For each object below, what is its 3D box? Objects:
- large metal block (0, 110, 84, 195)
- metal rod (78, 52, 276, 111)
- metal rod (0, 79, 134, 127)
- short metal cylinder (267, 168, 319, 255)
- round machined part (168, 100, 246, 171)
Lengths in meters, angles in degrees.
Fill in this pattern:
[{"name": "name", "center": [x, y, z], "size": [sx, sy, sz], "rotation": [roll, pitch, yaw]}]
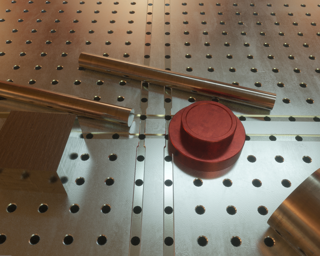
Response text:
[{"name": "large metal block", "center": [-0.144, 0.028, 0.366], "size": [0.080, 0.050, 0.080], "rotation": [4, 50, 3]}, {"name": "metal rod", "center": [0.019, -0.073, 0.469], "size": [0.301, 0.025, 0.025], "rotation": [14, 52, 11]}, {"name": "metal rod", "center": [-0.184, -0.047, 0.444], "size": [0.301, 0.025, 0.025], "rotation": [13, 51, 10]}, {"name": "short metal cylinder", "center": [0.153, 0.084, 0.303], "size": [0.081, 0.080, 0.050], "rotation": [-30, 57, -23]}, {"name": "round machined part", "center": [0.060, 0.003, 0.395], "size": [0.099, 0.042, 0.098], "rotation": [0, 50, 0]}]
